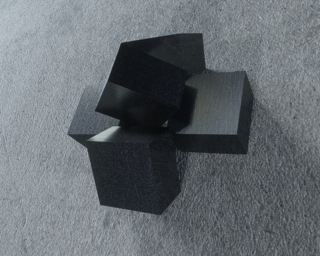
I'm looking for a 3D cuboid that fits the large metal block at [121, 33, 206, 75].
[{"bbox_3d":[0.008,-0.096,0.416,0.080,0.080,0.050,0,105,28],"label":"large metal block"}]

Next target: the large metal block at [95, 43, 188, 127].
[{"bbox_3d":[-0.024,-0.043,0.365,0.080,0.080,0.050,136,151,-61],"label":"large metal block"}]

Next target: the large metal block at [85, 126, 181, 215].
[{"bbox_3d":[-0.028,0.044,0.349,0.080,0.079,0.050,1,19,29],"label":"large metal block"}]

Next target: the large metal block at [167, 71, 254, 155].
[{"bbox_3d":[0.060,-0.017,0.364,0.080,0.050,0.080,0,62,28],"label":"large metal block"}]

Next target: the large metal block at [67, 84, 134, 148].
[{"bbox_3d":[-0.071,-0.015,0.434,0.080,0.050,0.080,0,62,27],"label":"large metal block"}]
